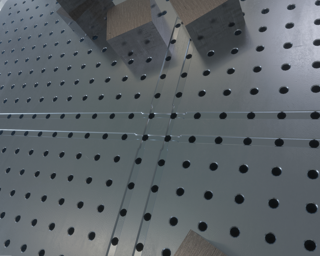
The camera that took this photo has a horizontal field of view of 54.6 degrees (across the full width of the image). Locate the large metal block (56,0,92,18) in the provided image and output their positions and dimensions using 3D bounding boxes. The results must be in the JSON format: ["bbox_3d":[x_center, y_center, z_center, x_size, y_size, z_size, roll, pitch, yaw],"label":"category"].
[{"bbox_3d":[-0.164,-0.266,0.579,0.080,0.050,0.080,-40,51,1],"label":"large metal block"}]

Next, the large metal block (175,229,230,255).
[{"bbox_3d":[0.045,0.152,0.276,0.080,0.050,0.080,27,76,37],"label":"large metal block"}]

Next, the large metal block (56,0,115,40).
[{"bbox_3d":[-0.142,-0.229,0.609,0.080,0.050,0.080,35,81,38],"label":"large metal block"}]

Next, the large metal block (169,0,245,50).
[{"bbox_3d":[0.069,-0.178,0.466,0.080,0.050,0.080,-29,52,10],"label":"large metal block"}]

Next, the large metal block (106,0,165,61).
[{"bbox_3d":[-0.041,-0.172,0.520,0.080,0.050,0.080,-18,55,18],"label":"large metal block"}]
